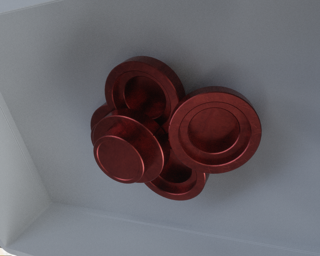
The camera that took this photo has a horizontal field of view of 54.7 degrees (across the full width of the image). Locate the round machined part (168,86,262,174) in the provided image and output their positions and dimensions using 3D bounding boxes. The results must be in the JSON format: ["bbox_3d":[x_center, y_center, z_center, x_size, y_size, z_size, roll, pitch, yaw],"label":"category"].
[{"bbox_3d":[0.060,-0.001,0.349,0.099,0.042,0.097,2,114,4],"label":"round machined part"}]

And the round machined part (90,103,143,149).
[{"bbox_3d":[-0.056,0.012,0.428,0.098,0.042,0.097,13,124,20],"label":"round machined part"}]

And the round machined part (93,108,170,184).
[{"bbox_3d":[-0.041,0.029,0.377,0.098,0.042,0.097,13,124,20],"label":"round machined part"}]

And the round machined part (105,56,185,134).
[{"bbox_3d":[-0.014,-0.040,0.377,0.098,0.042,0.097,13,124,20],"label":"round machined part"}]

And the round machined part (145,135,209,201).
[{"bbox_3d":[0.019,0.045,0.412,0.098,0.042,0.097,13,124,20],"label":"round machined part"}]
